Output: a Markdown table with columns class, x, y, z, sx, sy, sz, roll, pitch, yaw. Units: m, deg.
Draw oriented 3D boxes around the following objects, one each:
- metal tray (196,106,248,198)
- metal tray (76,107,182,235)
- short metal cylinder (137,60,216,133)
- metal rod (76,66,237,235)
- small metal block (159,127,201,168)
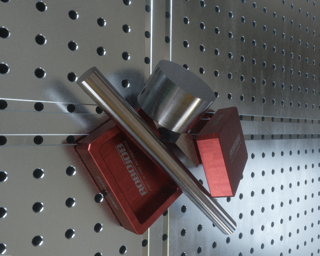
| class | x | y | z | sx | sy | sz | roll | pitch | yaw |
| --- | --- | --- | --- | --- | --- | --- | --- | --- | --- |
| metal tray | 0.095 | 0.030 | 0.448 | 0.131 | 0.030 | 0.089 | -40 | 117 | -59 |
| metal tray | -0.030 | 0.050 | 0.376 | 0.091 | 0.030 | 0.129 | -39 | 114 | -33 |
| short metal cylinder | 0.020 | -0.039 | 0.378 | 0.081 | 0.080 | 0.050 | 10 | 125 | -40 |
| metal rod | 0.014 | 0.046 | 0.377 | 0.300 | 0.025 | 0.025 | 49 | 61 | -29 |
| small metal block | 0.023 | 0.025 | 0.407 | 0.050 | 0.050 | 0.025 | 48 | 61 | -30 |
